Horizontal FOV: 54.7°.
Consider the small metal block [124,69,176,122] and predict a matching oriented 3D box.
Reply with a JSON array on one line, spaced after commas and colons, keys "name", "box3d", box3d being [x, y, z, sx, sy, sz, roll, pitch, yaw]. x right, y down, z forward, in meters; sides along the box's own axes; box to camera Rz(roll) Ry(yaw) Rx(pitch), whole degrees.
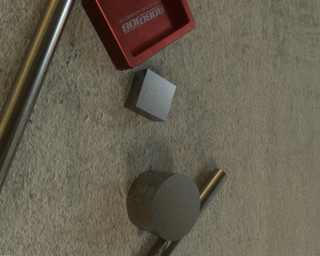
[{"name": "small metal block", "box3d": [-0.012, -0.040, 0.395, 0.050, 0.025, 0.050, 26, 74, -37]}]

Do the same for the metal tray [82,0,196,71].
[{"name": "metal tray", "box3d": [-0.019, -0.140, 0.384, 0.131, 0.030, 0.090, -41, 115, -32]}]

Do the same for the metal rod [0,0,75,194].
[{"name": "metal rod", "box3d": [-0.130, -0.031, 0.295, 0.025, 0.025, 0.299, 26, 74, -37]}]

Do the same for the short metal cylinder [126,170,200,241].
[{"name": "short metal cylinder", "box3d": [0.005, 0.095, 0.393, 0.081, 0.050, 0.079, 0, 90, -40]}]

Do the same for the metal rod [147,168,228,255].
[{"name": "metal rod", "box3d": [0.003, 0.164, 0.407, 0.301, 0.025, 0.025, -45, 117, -31]}]
